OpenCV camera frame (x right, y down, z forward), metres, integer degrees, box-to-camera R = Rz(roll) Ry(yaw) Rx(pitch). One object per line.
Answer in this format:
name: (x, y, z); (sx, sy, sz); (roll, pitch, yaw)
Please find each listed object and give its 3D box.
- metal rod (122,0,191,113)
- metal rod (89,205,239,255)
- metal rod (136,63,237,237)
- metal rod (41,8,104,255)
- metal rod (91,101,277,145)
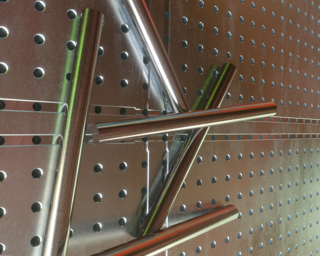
metal rod: (-0.029, -0.150, 0.385); (0.025, 0.025, 0.299); (-40, 114, -33)
metal rod: (0.020, 0.138, 0.398); (0.302, 0.025, 0.025); (1, 90, -49)
metal rod: (0.047, 0.024, 0.450); (0.025, 0.025, 0.300); (43, 64, -32)
metal rod: (-0.095, 0.019, 0.331); (0.025, 0.025, 0.298); (13, 82, -40)
metal rod: (0.054, -0.012, 0.429); (0.303, 0.025, 0.025); (-9, 96, -32)
